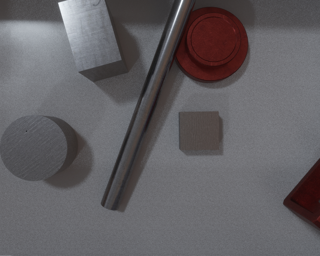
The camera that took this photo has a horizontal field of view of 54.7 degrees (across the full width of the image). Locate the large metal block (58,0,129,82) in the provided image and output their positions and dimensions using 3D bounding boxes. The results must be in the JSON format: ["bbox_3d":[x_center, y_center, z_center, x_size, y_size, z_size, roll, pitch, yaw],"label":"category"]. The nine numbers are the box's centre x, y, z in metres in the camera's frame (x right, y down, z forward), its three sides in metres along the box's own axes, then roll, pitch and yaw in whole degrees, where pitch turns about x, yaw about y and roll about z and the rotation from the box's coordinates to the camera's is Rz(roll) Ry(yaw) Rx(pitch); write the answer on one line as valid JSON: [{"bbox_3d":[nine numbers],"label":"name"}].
[{"bbox_3d":[-0.078,-0.107,0.383,0.050,0.080,0.080,-16,90,0],"label":"large metal block"}]

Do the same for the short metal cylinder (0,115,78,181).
[{"bbox_3d":[-0.152,0.024,0.397,0.081,0.050,0.079,0,90,-1],"label":"short metal cylinder"}]

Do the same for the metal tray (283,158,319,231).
[{"bbox_3d":[0.221,0.064,0.381,0.030,0.090,0.130,41,90,0],"label":"metal tray"}]

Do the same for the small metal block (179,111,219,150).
[{"bbox_3d":[0.051,0.003,0.412,0.050,0.025,0.050,-1,90,-1],"label":"small metal block"}]

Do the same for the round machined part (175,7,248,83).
[{"bbox_3d":[0.066,-0.110,0.404,0.099,0.042,0.097,0,90,-1],"label":"round machined part"}]

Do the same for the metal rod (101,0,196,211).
[{"bbox_3d":[-0.014,-0.035,0.393,0.025,0.025,0.298,21,97,-1],"label":"metal rod"}]
